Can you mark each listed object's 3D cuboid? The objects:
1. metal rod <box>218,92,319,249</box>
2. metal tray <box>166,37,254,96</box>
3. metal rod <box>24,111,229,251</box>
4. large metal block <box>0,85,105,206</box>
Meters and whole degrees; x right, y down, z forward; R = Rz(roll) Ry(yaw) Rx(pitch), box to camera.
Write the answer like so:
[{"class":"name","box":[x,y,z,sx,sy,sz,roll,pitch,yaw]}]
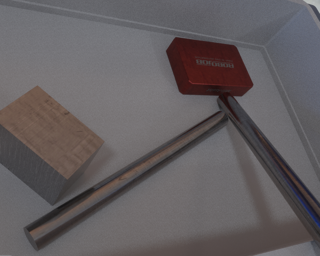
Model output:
[{"class":"metal rod","box":[0.130,0.034,0.371,0.025,0.025,0.300,15,28,-20]},{"class":"metal tray","box":[0.083,-0.099,0.510,0.131,0.030,0.090,-2,63,-29]},{"class":"metal rod","box":[-0.012,0.043,0.373,0.302,0.025,0.025,-29,78,-38]},{"class":"large metal block","box":[-0.111,0.020,0.299,0.080,0.080,0.050,40,51,-1]}]
